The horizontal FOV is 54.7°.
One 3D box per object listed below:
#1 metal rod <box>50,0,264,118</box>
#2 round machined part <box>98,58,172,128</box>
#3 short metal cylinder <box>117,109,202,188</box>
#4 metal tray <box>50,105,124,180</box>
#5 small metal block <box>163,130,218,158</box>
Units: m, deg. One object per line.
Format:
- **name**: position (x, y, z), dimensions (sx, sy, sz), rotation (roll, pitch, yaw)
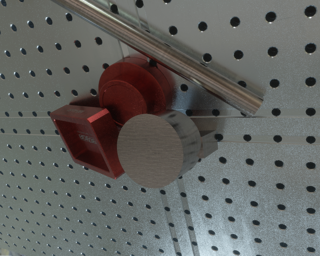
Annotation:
- **metal rod**: position (-0.020, -0.100, 0.358), dimensions (0.301, 0.025, 0.025), rotation (32, 128, 7)
- **round machined part**: position (-0.038, -0.037, 0.396), dimensions (0.098, 0.042, 0.097), rotation (13, 124, 20)
- **short metal cylinder**: position (0.000, 0.021, 0.346), dimensions (0.080, 0.050, 0.079), rotation (5, 101, 28)
- **metal tray**: position (-0.100, 0.016, 0.437), dimensions (0.130, 0.030, 0.090), rotation (8, 126, 50)
- **small metal block**: position (0.039, 0.020, 0.382), dimensions (0.050, 0.050, 0.025), rotation (-3, 97, 29)
